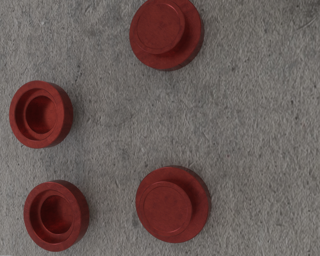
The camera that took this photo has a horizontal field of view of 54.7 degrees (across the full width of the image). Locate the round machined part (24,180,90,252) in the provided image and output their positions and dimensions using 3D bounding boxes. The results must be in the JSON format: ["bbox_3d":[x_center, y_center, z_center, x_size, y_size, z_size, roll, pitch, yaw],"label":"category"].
[{"bbox_3d":[-0.145,0.124,0.451,0.098,0.042,0.097,0,90,20],"label":"round machined part"}]

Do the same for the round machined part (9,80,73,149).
[{"bbox_3d":[-0.170,-0.019,0.460,0.098,0.042,0.097,0,90,20],"label":"round machined part"}]

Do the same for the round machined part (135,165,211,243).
[{"bbox_3d":[0.013,0.099,0.395,0.098,0.042,0.097,0,90,20],"label":"round machined part"}]

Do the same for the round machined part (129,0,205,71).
[{"bbox_3d":[0.005,-0.125,0.398,0.098,0.042,0.097,0,90,20],"label":"round machined part"}]
